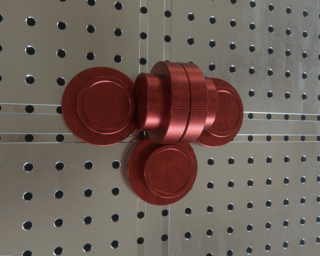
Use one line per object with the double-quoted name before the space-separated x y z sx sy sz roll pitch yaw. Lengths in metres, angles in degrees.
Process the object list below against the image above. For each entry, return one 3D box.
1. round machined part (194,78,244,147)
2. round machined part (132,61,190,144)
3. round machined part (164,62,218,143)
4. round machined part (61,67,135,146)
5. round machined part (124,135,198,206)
"round machined part" 0.076 -0.022 0.432 0.099 0.042 0.097 0 90 -21
"round machined part" -0.005 -0.030 0.366 0.042 0.098 0.097 1 90 -20
"round machined part" 0.036 -0.031 0.382 0.042 0.098 0.097 -1 91 -20
"round machined part" -0.069 -0.027 0.379 0.099 0.042 0.097 0 90 -21
"round machined part" 0.006 0.054 0.407 0.099 0.042 0.097 0 90 -21
